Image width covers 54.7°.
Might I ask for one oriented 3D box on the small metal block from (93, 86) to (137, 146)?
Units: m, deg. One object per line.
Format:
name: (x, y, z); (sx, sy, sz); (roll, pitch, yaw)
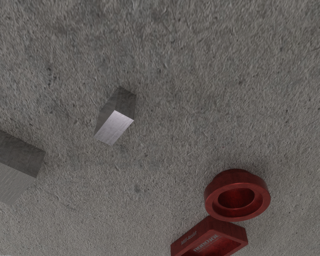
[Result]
small metal block: (-0.054, -0.015, 0.378); (0.025, 0.050, 0.050); (29, 124, -22)

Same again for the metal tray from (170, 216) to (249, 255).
metal tray: (0.092, 0.224, 0.595); (0.090, 0.030, 0.129); (26, 125, -21)

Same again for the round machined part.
round machined part: (0.117, 0.101, 0.484); (0.099, 0.042, 0.097); (0, 130, 0)

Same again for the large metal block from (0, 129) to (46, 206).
large metal block: (-0.222, 0.055, 0.435); (0.080, 0.050, 0.080); (33, 123, -25)
